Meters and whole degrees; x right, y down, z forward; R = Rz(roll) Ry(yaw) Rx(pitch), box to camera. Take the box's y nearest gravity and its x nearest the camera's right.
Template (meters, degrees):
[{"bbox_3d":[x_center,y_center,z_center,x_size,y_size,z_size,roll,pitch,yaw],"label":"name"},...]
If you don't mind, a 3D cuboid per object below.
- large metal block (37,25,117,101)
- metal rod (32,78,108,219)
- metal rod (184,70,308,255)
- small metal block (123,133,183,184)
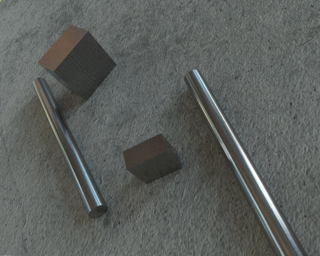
[{"bbox_3d":[-0.131,-0.103,0.498,0.050,0.080,0.080,29,77,37],"label":"large metal block"},{"bbox_3d":[-0.148,0.011,0.472,0.025,0.025,0.300,-39,51,1],"label":"metal rod"},{"bbox_3d":[0.088,0.042,0.331,0.025,0.025,0.299,-29,52,10],"label":"metal rod"},{"bbox_3d":[-0.008,0.038,0.367,0.050,0.050,0.025,-26,53,12],"label":"small metal block"}]
